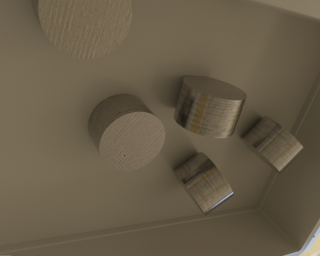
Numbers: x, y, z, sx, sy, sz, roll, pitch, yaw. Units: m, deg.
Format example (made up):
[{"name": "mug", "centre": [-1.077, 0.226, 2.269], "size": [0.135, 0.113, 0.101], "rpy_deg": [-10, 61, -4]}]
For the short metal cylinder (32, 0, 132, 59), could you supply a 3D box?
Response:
[{"name": "short metal cylinder", "centre": [-0.072, -0.110, 0.286], "size": [0.081, 0.050, 0.079], "rpy_deg": [-14, 125, -21]}]

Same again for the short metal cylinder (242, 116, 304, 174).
[{"name": "short metal cylinder", "centre": [0.177, 0.027, 0.489], "size": [0.050, 0.080, 0.080], "rpy_deg": [-46, 130, 4]}]

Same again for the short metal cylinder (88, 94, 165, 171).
[{"name": "short metal cylinder", "centre": [-0.041, 0.005, 0.375], "size": [0.081, 0.050, 0.079], "rpy_deg": [-14, 125, -21]}]

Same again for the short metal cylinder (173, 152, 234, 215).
[{"name": "short metal cylinder", "centre": [0.064, 0.082, 0.461], "size": [0.050, 0.080, 0.080], "rpy_deg": [-35, 129, -6]}]

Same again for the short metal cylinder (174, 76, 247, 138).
[{"name": "short metal cylinder", "centre": [0.062, -0.029, 0.391], "size": [0.081, 0.080, 0.050], "rpy_deg": [-1, 119, -29]}]
